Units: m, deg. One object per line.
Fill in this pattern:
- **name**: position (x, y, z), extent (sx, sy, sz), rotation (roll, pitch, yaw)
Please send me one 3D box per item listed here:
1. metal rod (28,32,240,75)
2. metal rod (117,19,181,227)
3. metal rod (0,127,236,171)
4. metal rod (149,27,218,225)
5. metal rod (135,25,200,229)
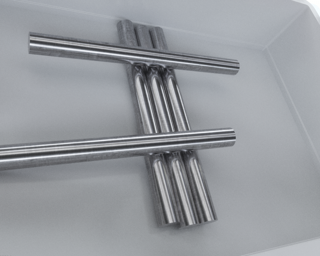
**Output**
- **metal rod**: position (-0.015, -0.097, 0.422), extent (0.303, 0.025, 0.025), rotation (0, 62, -28)
- **metal rod**: position (-0.021, -0.024, 0.408), extent (0.025, 0.025, 0.299), rotation (1, 61, -28)
- **metal rod**: position (-0.050, 0.021, 0.341), extent (0.303, 0.025, 0.025), rotation (-4, 64, -22)
- **metal rod**: position (0.025, -0.020, 0.429), extent (0.025, 0.025, 0.299), rotation (1, 61, -28)
- **metal rod**: position (0.002, -0.019, 0.417), extent (0.025, 0.025, 0.299), rotation (1, 61, -28)
